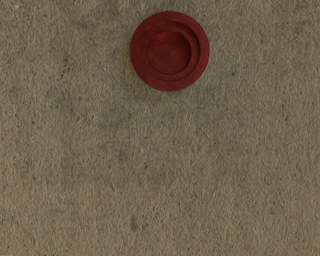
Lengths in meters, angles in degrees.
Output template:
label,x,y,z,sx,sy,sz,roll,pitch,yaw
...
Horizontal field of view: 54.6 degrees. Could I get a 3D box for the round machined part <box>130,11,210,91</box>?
label,x,y,z,sx,sy,sz,roll,pitch,yaw
round machined part,0.012,-0.096,0.401,0.099,0.042,0.097,0,90,0
